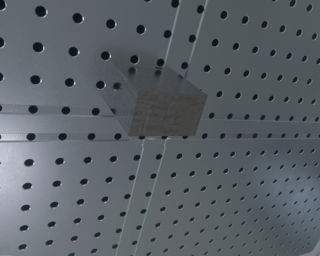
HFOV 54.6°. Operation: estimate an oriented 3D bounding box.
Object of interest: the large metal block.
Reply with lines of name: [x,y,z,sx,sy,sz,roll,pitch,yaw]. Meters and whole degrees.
large metal block: [-0.007,-0.032,0.351,0.081,0.080,0.050,0,118,-29]
